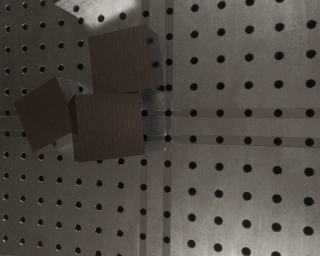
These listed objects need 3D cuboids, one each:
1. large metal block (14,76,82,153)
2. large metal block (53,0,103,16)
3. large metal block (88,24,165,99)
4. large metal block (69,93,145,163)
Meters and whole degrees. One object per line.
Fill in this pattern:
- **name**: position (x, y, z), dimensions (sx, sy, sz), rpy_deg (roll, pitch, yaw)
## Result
- **large metal block**: position (-0.152, -0.018, 0.451), dimensions (0.080, 0.050, 0.080), rpy_deg (-26, 82, 17)
- **large metal block**: position (-0.114, -0.221, 0.438), dimensions (0.080, 0.050, 0.080), rpy_deg (-22, 83, 18)
- **large metal block**: position (-0.044, -0.083, 0.414), dimensions (0.080, 0.050, 0.080), rpy_deg (-7, 88, 19)
- **large metal block**: position (-0.069, -0.001, 0.401), dimensions (0.081, 0.050, 0.080), rpy_deg (-5, 88, -24)
